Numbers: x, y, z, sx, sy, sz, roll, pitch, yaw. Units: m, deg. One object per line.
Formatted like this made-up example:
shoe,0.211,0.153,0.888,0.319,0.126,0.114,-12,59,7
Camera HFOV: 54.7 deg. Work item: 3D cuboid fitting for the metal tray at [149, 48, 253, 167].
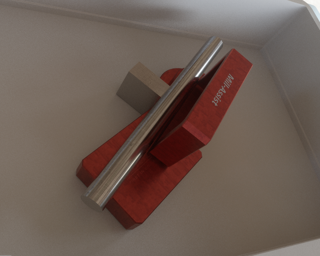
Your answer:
metal tray,0.047,-0.023,0.354,0.030,0.090,0.130,39,57,-6

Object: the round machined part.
round machined part,0.043,-0.048,0.446,0.099,0.042,0.098,14,56,-21

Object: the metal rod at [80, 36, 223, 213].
metal rod,0.009,-0.027,0.377,0.025,0.025,0.301,39,55,-3

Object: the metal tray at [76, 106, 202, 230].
metal tray,-0.019,0.041,0.366,0.090,0.030,0.131,46,51,4

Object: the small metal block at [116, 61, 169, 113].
small metal block,-0.023,-0.050,0.407,0.050,0.050,0.025,39,51,-3
